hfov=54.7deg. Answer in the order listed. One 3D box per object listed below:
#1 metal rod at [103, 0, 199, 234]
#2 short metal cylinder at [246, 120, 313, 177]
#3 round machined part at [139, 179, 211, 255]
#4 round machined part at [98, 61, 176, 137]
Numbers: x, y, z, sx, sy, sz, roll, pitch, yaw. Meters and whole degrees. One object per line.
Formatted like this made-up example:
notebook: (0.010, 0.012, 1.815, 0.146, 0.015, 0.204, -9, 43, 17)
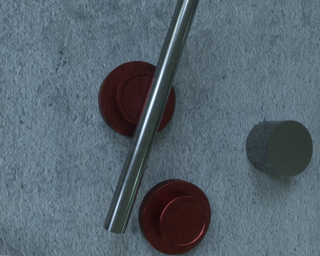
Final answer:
metal rod: (-0.006, -0.028, 0.362, 0.025, 0.025, 0.299, 20, 83, -19)
short metal cylinder: (0.177, 0.029, 0.461, 0.081, 0.050, 0.079, 0, 90, -20)
round machined part: (0.025, 0.119, 0.409, 0.099, 0.042, 0.097, 0, 90, -20)
round machined part: (-0.025, -0.036, 0.391, 0.099, 0.042, 0.097, 0, 90, -20)
